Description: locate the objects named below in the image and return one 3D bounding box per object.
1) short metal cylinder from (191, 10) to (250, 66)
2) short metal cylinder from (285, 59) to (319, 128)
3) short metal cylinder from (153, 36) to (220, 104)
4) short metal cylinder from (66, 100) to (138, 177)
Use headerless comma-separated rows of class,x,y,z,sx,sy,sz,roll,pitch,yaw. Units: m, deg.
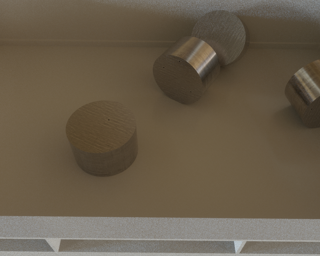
short metal cylinder,0.094,-0.136,0.475,0.080,0.079,0.050,22,20,17
short metal cylinder,0.216,-0.045,0.410,0.081,0.080,0.050,-9,51,-8
short metal cylinder,0.037,-0.081,0.438,0.080,0.080,0.050,27,55,20
short metal cylinder,-0.068,0.012,0.378,0.081,0.050,0.080,0,50,0
